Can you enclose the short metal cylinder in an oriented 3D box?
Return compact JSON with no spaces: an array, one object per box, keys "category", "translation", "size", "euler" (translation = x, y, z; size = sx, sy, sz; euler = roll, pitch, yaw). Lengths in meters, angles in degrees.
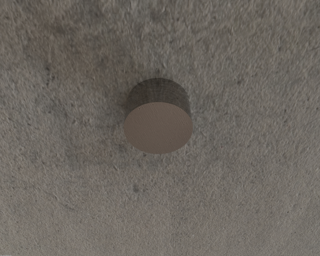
[{"category":"short metal cylinder","translation":[-0.002,-0.014,0.379],"size":[0.081,0.050,0.079],"euler":[0,130,0]}]
